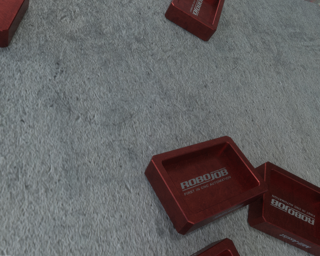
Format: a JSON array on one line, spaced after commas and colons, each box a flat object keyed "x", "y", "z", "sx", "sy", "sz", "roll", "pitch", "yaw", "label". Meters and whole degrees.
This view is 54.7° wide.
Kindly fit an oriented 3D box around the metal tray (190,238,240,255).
[{"x": 0.040, "y": 0.180, "z": 0.311, "sx": 0.131, "sy": 0.030, "sz": 0.090, "roll": -14, "pitch": 69, "yaw": -34, "label": "metal tray"}]

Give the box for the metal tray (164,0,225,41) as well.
[{"x": 0.069, "y": -0.229, "z": 0.577, "sx": 0.090, "sy": 0.030, "sz": 0.130, "roll": 28, "pitch": 52, "yaw": -11, "label": "metal tray"}]

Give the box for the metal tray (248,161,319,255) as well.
[{"x": 0.188, "y": 0.114, "z": 0.431, "sx": 0.131, "sy": 0.030, "sz": 0.090, "roll": 27, "pitch": 52, "yaw": -12, "label": "metal tray"}]

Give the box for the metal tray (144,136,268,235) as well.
[{"x": 0.058, "y": 0.063, "z": 0.380, "sx": 0.131, "sy": 0.030, "sz": 0.090, "roll": -12, "pitch": 56, "yaw": -33, "label": "metal tray"}]

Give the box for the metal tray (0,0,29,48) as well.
[{"x": -0.236, "y": -0.158, "z": 0.370, "sx": 0.131, "sy": 0.030, "sz": 0.090, "roll": 18, "pitch": 55, "yaw": -18, "label": "metal tray"}]
